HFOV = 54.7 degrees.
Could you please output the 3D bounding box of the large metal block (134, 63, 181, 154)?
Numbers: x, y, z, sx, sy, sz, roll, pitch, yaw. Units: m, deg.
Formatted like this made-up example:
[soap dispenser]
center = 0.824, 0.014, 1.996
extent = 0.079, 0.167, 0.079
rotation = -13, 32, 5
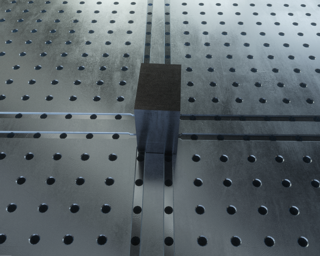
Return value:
[large metal block]
center = -0.001, -0.024, 0.391
extent = 0.050, 0.080, 0.080
rotation = 3, 50, 2
